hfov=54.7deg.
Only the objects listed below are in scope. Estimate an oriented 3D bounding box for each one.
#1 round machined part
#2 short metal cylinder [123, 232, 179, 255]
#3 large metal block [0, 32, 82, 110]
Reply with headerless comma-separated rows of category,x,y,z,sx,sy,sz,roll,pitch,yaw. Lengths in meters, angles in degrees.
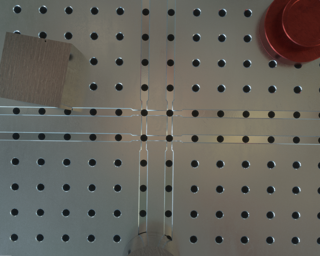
round machined part,0.186,-0.135,0.406,0.099,0.042,0.097,0,90,0
short metal cylinder,-0.012,0.183,0.401,0.081,0.050,0.080,0,90,-1
large metal block,-0.154,-0.070,0.399,0.080,0.050,0.080,10,90,0
